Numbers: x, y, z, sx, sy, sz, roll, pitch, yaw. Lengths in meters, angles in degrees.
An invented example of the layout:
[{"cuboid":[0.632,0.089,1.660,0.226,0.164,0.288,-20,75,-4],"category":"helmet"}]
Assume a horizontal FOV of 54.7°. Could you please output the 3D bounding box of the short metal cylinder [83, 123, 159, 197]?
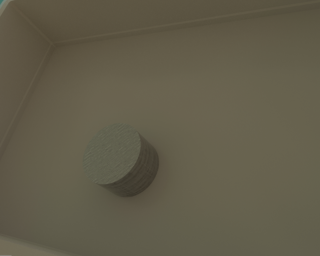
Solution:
[{"cuboid":[-0.048,0.041,0.389,0.080,0.050,0.080,-13,56,20],"category":"short metal cylinder"}]
